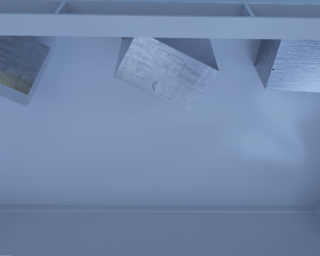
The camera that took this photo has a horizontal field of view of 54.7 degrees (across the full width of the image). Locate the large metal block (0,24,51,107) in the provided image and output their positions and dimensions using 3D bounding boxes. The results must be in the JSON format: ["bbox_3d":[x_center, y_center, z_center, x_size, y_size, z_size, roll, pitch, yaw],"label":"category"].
[{"bbox_3d":[-0.162,-0.065,0.309,0.080,0.050,0.080,24,167,-20],"label":"large metal block"}]

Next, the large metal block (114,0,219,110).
[{"bbox_3d":[0.006,-0.074,0.309,0.080,0.080,0.050,22,127,-18],"label":"large metal block"}]

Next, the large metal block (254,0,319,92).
[{"bbox_3d":[0.153,-0.085,0.321,0.081,0.050,0.079,2,130,-2],"label":"large metal block"}]
